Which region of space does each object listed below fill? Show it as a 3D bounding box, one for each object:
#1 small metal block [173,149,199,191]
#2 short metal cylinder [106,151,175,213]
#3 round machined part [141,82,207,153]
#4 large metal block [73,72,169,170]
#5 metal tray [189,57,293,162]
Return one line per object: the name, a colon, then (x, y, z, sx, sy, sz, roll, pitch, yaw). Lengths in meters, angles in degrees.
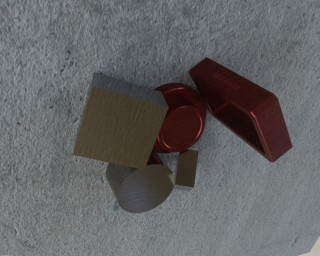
small metal block: (0.035, 0.060, 0.436, 0.025, 0.050, 0.050, 9, 162, 1)
short metal cylinder: (-0.027, 0.068, 0.421, 0.081, 0.050, 0.079, -14, 125, -21)
round machined part: (0.020, -0.007, 0.406, 0.099, 0.042, 0.097, -14, 125, -21)
large metal block: (-0.046, -0.007, 0.348, 0.081, 0.050, 0.079, 15, 112, -16)
metal tray: (0.094, -0.025, 0.377, 0.030, 0.130, 0.090, -38, 130, -3)
